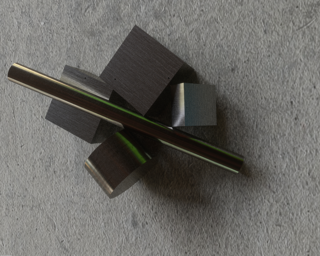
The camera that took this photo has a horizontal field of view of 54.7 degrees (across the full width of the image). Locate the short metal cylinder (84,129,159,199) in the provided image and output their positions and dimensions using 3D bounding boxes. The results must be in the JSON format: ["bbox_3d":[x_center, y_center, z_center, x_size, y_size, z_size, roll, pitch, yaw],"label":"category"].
[{"bbox_3d":[-0.048,0.045,0.397,0.080,0.080,0.050,-46,76,14],"label":"short metal cylinder"}]

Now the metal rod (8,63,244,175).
[{"bbox_3d":[-0.043,-0.012,0.381,0.301,0.025,0.025,22,98,2],"label":"metal rod"}]

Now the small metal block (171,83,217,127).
[{"bbox_3d":[0.042,-0.027,0.380,0.025,0.050,0.050,-2,89,56],"label":"small metal block"}]

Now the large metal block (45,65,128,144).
[{"bbox_3d":[-0.100,-0.032,0.432,0.080,0.050,0.080,26,99,18],"label":"large metal block"}]

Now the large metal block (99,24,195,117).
[{"bbox_3d":[-0.016,-0.071,0.400,0.080,0.050,0.080,41,103,15],"label":"large metal block"}]
